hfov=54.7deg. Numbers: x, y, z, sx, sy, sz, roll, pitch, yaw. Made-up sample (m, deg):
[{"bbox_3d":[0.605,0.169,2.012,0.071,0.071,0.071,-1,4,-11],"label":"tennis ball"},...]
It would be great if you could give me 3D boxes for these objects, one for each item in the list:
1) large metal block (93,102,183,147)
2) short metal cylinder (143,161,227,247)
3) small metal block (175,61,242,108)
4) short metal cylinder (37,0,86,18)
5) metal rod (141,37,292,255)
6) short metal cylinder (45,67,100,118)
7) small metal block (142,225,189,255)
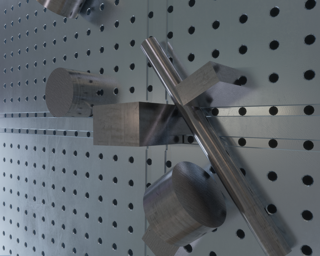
[{"bbox_3d":[-0.028,-0.004,0.397,0.080,0.081,0.050,-1,90,40],"label":"large metal block"},{"bbox_3d":[0.028,0.085,0.350,0.050,0.081,0.080,-43,64,31],"label":"short metal cylinder"},{"bbox_3d":[0.055,-0.047,0.348,0.050,0.050,0.025,-33,69,35],"label":"small metal block"},{"bbox_3d":[-0.161,-0.226,0.507,0.050,0.081,0.080,-51,60,28],"label":"short metal cylinder"},{"bbox_3d":[0.053,0.007,0.365,0.025,0.025,0.299,-43,64,31],"label":"metal rod"},{"bbox_3d":[-0.146,-0.057,0.514,0.080,0.050,0.080,0,90,40],"label":"short metal cylinder"},{"bbox_3d":[0.010,0.141,0.401,0.050,0.025,0.050,41,115,32],"label":"small metal block"}]
